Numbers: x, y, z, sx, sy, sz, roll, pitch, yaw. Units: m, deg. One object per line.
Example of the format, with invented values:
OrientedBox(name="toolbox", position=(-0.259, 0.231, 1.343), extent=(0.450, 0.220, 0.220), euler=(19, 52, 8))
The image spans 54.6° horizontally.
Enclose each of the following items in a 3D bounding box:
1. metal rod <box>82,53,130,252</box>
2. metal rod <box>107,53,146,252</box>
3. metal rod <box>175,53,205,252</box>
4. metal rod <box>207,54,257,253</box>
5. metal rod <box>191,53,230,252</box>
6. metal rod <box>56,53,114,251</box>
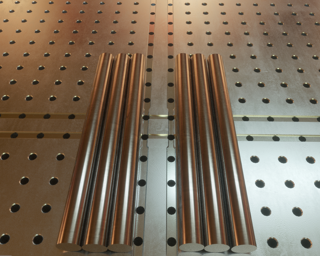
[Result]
OrientedBox(name="metal rod", position=(-0.062, 0.004, 0.403), extent=(0.025, 0.025, 0.300), euler=(1, 50, 1))
OrientedBox(name="metal rod", position=(-0.037, 0.004, 0.403), extent=(0.025, 0.025, 0.300), euler=(1, 50, 1))
OrientedBox(name="metal rod", position=(0.034, 0.004, 0.404), extent=(0.025, 0.025, 0.300), euler=(1, 50, 1))
OrientedBox(name="metal rod", position=(0.086, 0.005, 0.403), extent=(0.025, 0.025, 0.300), euler=(1, 50, 1))
OrientedBox(name="metal rod", position=(0.059, 0.004, 0.404), extent=(0.025, 0.025, 0.300), euler=(1, 50, 1))
OrientedBox(name="metal rod", position=(-0.088, 0.004, 0.404), extent=(0.025, 0.025, 0.300), euler=(1, 50, 1))
